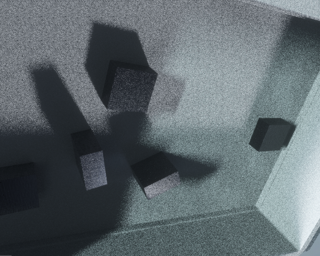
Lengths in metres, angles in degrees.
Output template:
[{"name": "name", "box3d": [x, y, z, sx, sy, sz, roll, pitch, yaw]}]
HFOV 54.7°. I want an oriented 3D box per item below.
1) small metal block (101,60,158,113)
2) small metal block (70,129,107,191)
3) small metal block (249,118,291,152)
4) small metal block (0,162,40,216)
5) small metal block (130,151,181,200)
[{"name": "small metal block", "box3d": [-0.036, -0.048, 0.361, 0.050, 0.025, 0.050, 3, 117, -31]}, {"name": "small metal block", "box3d": [-0.085, 0.037, 0.370, 0.025, 0.050, 0.050, -15, 125, -21]}, {"name": "small metal block", "box3d": [0.184, 0.011, 0.519, 0.050, 0.025, 0.050, -1, 119, -28]}, {"name": "small metal block", "box3d": [-0.171, 0.071, 0.360, 0.050, 0.025, 0.050, -8, 122, -25]}, {"name": "small metal block", "box3d": [-0.006, 0.065, 0.431, 0.050, 0.050, 0.025, -24, 128, -14]}]
